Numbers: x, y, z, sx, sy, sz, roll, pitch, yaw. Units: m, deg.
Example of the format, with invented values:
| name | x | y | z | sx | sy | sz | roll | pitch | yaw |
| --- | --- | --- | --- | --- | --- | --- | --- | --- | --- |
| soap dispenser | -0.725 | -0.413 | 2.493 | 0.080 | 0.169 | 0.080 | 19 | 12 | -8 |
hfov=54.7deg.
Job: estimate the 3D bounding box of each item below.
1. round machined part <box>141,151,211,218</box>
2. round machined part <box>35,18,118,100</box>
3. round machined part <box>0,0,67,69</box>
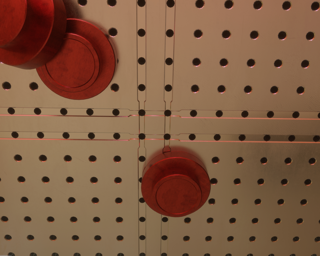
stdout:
| name | x | y | z | sx | sy | sz | roll | pitch | yaw |
| --- | --- | --- | --- | --- | --- | --- | --- | --- | --- |
| round machined part | 0.023 | 0.086 | 0.436 | 0.099 | 0.042 | 0.097 | 0 | 110 | -1 |
| round machined part | -0.103 | -0.081 | 0.373 | 0.099 | 0.042 | 0.097 | 0 | 110 | -1 |
| round machined part | -0.154 | -0.116 | 0.335 | 0.098 | 0.042 | 0.097 | -1 | 86 | 23 |
